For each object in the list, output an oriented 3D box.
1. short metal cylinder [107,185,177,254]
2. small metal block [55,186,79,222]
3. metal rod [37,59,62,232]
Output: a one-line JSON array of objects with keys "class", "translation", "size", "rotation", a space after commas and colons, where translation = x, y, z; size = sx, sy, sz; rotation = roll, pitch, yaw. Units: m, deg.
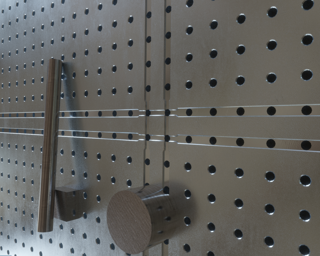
[{"class": "short metal cylinder", "translation": [-0.025, 0.119, 0.412], "size": [0.080, 0.050, 0.079], "rotation": [0, 90, 39]}, {"class": "small metal block", "translation": [-0.168, 0.132, 0.545], "size": [0.050, 0.025, 0.050], "rotation": [1, 90, 39]}, {"class": "metal rod", "translation": [-0.192, 0.026, 0.543], "size": [0.025, 0.025, 0.298], "rotation": [-6, 80, 39]}]
